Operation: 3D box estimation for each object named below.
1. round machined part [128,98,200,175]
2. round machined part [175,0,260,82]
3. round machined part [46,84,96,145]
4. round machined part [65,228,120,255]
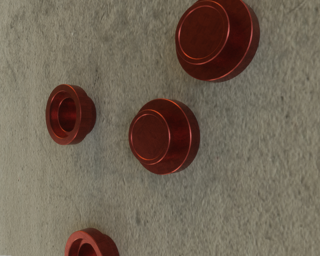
[{"bbox_3d":[-0.002,0.011,0.394,0.098,0.042,0.097,0,90,39],"label":"round machined part"},{"bbox_3d":[0.056,-0.102,0.346,0.098,0.042,0.097,0,90,39],"label":"round machined part"},{"bbox_3d":[-0.142,-0.021,0.508,0.098,0.042,0.097,0,90,39],"label":"round machined part"},{"bbox_3d":[-0.099,0.202,0.473,0.098,0.042,0.097,0,90,39],"label":"round machined part"}]
